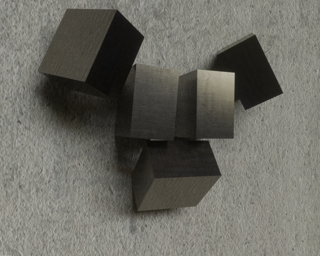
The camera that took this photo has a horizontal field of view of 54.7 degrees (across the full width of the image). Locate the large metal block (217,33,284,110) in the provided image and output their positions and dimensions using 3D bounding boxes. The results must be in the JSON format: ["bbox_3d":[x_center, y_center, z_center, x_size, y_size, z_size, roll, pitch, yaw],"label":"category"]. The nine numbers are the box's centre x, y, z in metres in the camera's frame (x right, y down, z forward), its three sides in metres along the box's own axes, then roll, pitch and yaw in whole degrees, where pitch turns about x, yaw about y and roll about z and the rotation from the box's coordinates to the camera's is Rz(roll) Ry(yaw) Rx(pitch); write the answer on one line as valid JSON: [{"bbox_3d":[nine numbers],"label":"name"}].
[{"bbox_3d":[0.120,-0.079,0.420,0.050,0.080,0.080,-26,101,20],"label":"large metal block"}]

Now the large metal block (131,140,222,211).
[{"bbox_3d":[0.016,0.059,0.382,0.081,0.079,0.050,1,51,-20],"label":"large metal block"}]

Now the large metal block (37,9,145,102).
[{"bbox_3d":[-0.076,-0.082,0.344,0.050,0.080,0.080,32,77,-54],"label":"large metal block"}]

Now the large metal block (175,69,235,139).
[{"bbox_3d":[0.052,-0.028,0.402,0.050,0.080,0.079,1,90,-20],"label":"large metal block"}]

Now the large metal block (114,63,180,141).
[{"bbox_3d":[-0.019,-0.028,0.375,0.050,0.080,0.080,5,88,-20],"label":"large metal block"}]
